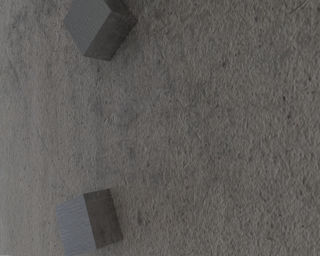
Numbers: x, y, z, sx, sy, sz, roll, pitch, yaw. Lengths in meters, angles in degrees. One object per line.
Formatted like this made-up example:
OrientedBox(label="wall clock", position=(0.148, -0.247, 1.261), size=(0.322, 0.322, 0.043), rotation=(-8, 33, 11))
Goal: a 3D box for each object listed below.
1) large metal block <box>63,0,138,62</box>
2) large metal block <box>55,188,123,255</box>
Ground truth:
OrientedBox(label="large metal block", position=(-0.092, -0.160, 0.464), size=(0.080, 0.050, 0.080), rotation=(-47, 62, 29))
OrientedBox(label="large metal block", position=(-0.112, 0.147, 0.481), size=(0.080, 0.050, 0.080), rotation=(-29, 72, 36))
